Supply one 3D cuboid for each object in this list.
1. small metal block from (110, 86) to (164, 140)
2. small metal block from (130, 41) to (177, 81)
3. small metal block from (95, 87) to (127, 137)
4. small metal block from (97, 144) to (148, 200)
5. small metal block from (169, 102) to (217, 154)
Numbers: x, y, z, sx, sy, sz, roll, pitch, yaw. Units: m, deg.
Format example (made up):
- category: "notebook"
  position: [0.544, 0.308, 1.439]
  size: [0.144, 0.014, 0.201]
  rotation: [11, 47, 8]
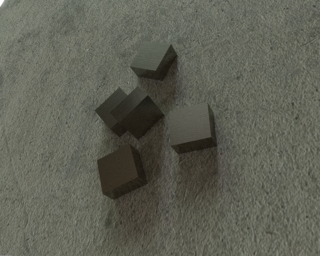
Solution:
- category: "small metal block"
  position: [-0.030, -0.019, 0.415]
  size: [0.050, 0.050, 0.025]
  rotation: [-45, 51, -3]
- category: "small metal block"
  position: [-0.010, -0.103, 0.472]
  size: [0.050, 0.025, 0.050]
  rotation: [16, 70, 34]
- category: "small metal block"
  position: [-0.059, -0.023, 0.449]
  size: [0.050, 0.025, 0.050]
  rotation: [-44, 51, -2]
- category: "small metal block"
  position: [-0.049, 0.056, 0.395]
  size: [0.050, 0.025, 0.050]
  rotation: [-27, 52, 11]
- category: "small metal block"
  position: [0.040, 0.000, 0.382]
  size: [0.050, 0.025, 0.050]
  rotation: [-14, 56, 20]
